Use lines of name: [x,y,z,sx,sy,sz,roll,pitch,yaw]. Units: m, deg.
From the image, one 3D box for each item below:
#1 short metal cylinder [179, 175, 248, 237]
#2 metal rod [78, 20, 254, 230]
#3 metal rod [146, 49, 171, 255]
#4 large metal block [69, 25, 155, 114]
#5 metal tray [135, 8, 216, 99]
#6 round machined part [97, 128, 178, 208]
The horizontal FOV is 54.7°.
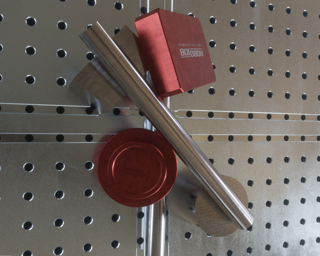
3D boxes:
short metal cylinder: [0.073,0.102,0.428,0.081,0.050,0.079,0,90,-21]
metal rod: [0.021,0.013,0.346,0.025,0.025,0.300,-45,112,-14]
metal rod: [-0.001,0.020,0.413,0.025,0.025,0.298,3,89,-20]
large metal block: [-0.058,-0.064,0.363,0.050,0.080,0.080,43,76,-15]
metal tray: [0.026,-0.090,0.378,0.131,0.030,0.089,-27,102,-61]
round machined part: [-0.027,0.049,0.378,0.099,0.042,0.097,0,90,-3]
